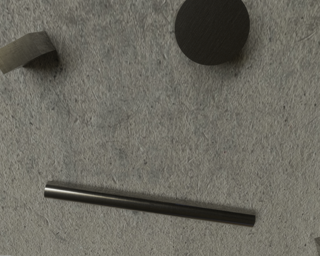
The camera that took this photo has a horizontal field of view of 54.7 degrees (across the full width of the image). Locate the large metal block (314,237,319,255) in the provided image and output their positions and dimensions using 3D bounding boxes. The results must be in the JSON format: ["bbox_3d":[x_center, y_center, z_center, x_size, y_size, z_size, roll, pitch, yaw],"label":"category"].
[{"bbox_3d":[0.296,0.205,0.475,0.080,0.050,0.080,-20,109,7],"label":"large metal block"}]

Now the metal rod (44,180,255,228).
[{"bbox_3d":[-0.012,0.111,0.450,0.302,0.025,0.025,9,110,-4],"label":"metal rod"}]

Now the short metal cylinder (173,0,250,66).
[{"bbox_3d":[0.056,-0.115,0.355,0.081,0.050,0.079,0,110,0],"label":"short metal cylinder"}]

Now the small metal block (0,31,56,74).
[{"bbox_3d":[-0.158,-0.089,0.362,0.050,0.050,0.025,-25,108,8],"label":"small metal block"}]
